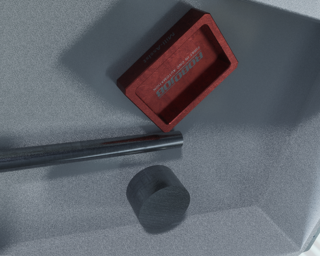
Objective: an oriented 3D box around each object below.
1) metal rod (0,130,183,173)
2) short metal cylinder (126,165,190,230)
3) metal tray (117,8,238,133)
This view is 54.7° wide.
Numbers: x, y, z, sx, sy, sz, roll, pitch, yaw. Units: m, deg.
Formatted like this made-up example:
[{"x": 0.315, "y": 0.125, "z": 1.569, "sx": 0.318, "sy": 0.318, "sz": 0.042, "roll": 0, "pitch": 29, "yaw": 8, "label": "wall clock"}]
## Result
[{"x": -0.109, "y": 0.030, "z": 0.368, "sx": 0.303, "sy": 0.025, "sz": 0.025, "roll": -6, "pitch": 121, "yaw": -26, "label": "metal rod"}, {"x": -0.003, "y": 0.102, "z": 0.455, "sx": 0.081, "sy": 0.050, "sz": 0.079, "roll": -14, "pitch": 125, "yaw": -21, "label": "short metal cylinder"}, {"x": 0.024, "y": -0.067, "z": 0.378, "sx": 0.130, "sy": 0.030, "sz": 0.090, "roll": -44, "pitch": 130, "yaw": 2, "label": "metal tray"}]
